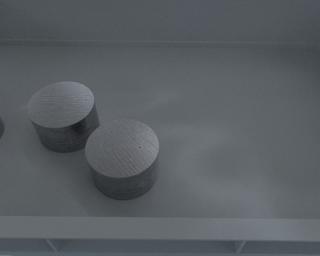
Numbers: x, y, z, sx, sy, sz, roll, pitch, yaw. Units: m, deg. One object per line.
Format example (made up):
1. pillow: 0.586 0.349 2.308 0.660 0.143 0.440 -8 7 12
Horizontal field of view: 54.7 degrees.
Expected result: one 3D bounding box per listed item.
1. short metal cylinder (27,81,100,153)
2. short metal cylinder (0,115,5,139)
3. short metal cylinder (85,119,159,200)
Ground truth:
1. short metal cylinder: -0.122 -0.015 0.400 0.081 0.050 0.080 0 50 0
2. short metal cylinder: -0.249 -0.008 0.393 0.081 0.050 0.080 0 50 0
3. short metal cylinder: -0.041 0.036 0.358 0.081 0.050 0.080 0 50 0
